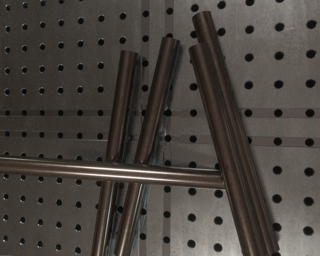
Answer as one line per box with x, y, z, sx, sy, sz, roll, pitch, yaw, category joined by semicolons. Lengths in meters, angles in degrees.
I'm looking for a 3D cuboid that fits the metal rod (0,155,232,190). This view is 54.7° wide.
-0.062;0.057;0.398;0.302;0.025;0.025;3;91;6;metal rod

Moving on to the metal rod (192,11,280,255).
0.091;0.001;0.380;0.025;0.025;0.298;-17;85;19;metal rod

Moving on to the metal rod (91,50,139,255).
-0.064;0.043;0.434;0.025;0.025;0.298;10;93;19;metal rod

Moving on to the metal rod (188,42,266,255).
0.083;0.047;0.359;0.025;0.025;0.298;-16;85;19;metal rod

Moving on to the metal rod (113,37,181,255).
-0.019;0.029;0.418;0.025;0.025;0.298;15;95;19;metal rod
